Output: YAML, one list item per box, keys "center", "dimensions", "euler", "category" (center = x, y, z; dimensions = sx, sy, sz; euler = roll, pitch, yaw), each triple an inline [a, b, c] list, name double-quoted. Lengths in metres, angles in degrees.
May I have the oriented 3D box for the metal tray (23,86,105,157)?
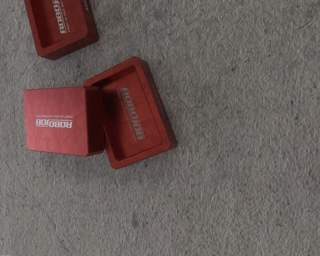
- center: [-0.137, -0.011, 0.435]
  dimensions: [0.130, 0.030, 0.089]
  euler: [2, 96, 33]
  category: "metal tray"

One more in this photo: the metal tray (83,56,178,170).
- center: [-0.041, -0.019, 0.420]
  dimensions: [0.090, 0.030, 0.129]
  euler: [-23, 83, 18]
  category: "metal tray"

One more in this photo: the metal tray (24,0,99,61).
- center: [-0.150, -0.177, 0.459]
  dimensions: [0.090, 0.030, 0.129]
  euler: [-17, 84, 19]
  category: "metal tray"
